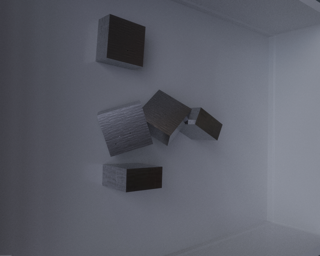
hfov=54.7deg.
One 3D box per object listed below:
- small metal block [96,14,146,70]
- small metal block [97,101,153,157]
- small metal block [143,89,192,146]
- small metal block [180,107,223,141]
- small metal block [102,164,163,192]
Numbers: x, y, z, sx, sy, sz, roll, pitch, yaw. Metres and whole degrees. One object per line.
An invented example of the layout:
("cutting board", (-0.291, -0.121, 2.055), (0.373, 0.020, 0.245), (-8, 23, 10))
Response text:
("small metal block", (-0.046, -0.101, 0.369), (0.050, 0.025, 0.050), (6, 86, -40))
("small metal block", (-0.040, 0.000, 0.359), (0.050, 0.025, 0.050), (-17, 103, -4))
("small metal block", (0.004, -0.014, 0.394), (0.050, 0.025, 0.050), (33, 61, 13))
("small metal block", (0.050, -0.005, 0.435), (0.050, 0.050, 0.025), (33, 69, -36))
("small metal block", (-0.033, 0.057, 0.365), (0.050, 0.050, 0.025), (2, 89, -40))
